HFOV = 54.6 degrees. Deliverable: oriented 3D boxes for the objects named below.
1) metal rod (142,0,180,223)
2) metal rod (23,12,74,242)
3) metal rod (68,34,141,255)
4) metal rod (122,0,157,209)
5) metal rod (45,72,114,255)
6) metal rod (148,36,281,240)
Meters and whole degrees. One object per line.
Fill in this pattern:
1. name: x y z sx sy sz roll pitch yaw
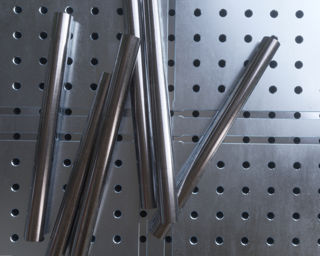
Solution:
1. metal rod: 0.000 -0.032 0.400 0.025 0.025 0.299 -5 85 0
2. metal rod: -0.148 -0.001 0.412 0.025 0.025 0.298 8 90 0
3. metal rod: -0.073 0.030 0.399 0.025 0.025 0.298 15 95 0
4. metal rod: -0.027 -0.044 0.413 0.025 0.025 0.298 -5 90 0
5. metal rod: -0.110 0.072 0.412 0.025 0.025 0.299 17 90 0
6. metal rod: 0.072 0.013 0.413 0.025 0.025 0.299 31 90 0
